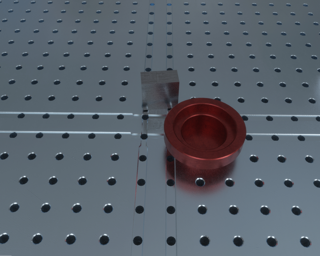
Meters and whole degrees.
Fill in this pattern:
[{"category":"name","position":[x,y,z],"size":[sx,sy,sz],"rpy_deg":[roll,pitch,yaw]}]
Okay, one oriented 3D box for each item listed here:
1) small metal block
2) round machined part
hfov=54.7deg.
[{"category":"small metal block","position":[0.000,-0.053,0.436],"size":[0.050,0.050,0.025],"rpy_deg":[-4,50,-4]},{"category":"round machined part","position":[0.054,0.011,0.388],"size":[0.099,0.042,0.098],"rpy_deg":[0,50,0]}]
